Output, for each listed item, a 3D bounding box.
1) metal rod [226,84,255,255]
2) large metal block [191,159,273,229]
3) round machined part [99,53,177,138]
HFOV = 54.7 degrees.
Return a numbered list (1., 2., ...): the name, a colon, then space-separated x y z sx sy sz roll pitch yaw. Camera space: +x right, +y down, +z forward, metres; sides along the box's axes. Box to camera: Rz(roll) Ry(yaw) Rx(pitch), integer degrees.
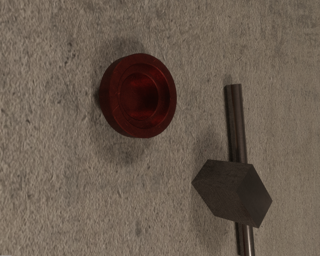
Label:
1. metal rod: 0.136 0.076 0.522 0.025 0.025 0.298 -10 97 -40
2. large metal block: 0.107 0.096 0.462 0.050 0.080 0.080 -50 120 -29
3. round machined part: -0.030 -0.037 0.370 0.099 0.042 0.097 0 90 -40
